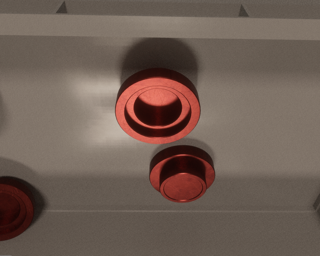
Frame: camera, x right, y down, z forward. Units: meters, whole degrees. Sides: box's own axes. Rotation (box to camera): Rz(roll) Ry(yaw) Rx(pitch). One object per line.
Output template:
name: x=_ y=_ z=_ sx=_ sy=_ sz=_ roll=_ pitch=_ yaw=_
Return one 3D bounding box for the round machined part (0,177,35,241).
round machined part: x=-0.246 y=0.121 z=0.481 sx=0.099 sy=0.042 sz=0.097 roll=-4 pitch=107 yaw=-15

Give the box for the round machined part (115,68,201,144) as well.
round machined part: x=-0.002 y=-0.030 z=0.372 sx=0.099 sy=0.042 sz=0.097 roll=-1 pitch=130 yaw=0

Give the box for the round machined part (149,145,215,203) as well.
round machined part: x=0.033 y=0.075 z=0.462 sx=0.099 sy=0.042 sz=0.097 roll=-1 pitch=130 yaw=0
